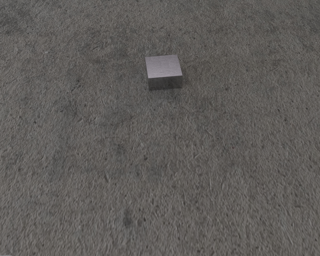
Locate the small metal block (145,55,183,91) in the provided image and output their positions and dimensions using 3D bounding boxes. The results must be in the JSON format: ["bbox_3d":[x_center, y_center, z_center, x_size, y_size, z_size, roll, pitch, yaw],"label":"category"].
[{"bbox_3d":[0.005,-0.085,0.475,0.050,0.025,0.050,-6,50,-5],"label":"small metal block"}]
